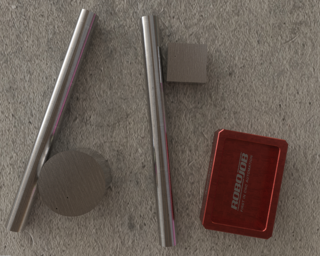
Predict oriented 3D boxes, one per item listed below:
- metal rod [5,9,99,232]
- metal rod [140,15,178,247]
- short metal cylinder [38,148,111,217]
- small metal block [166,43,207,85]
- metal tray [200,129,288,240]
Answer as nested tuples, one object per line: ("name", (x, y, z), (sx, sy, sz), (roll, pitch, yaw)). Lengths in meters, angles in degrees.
("metal rod", (-0.142, -0.010, 0.408), (0.025, 0.025, 0.298), (19, 90, -1))
("metal rod", (-0.001, 0.004, 0.409), (0.025, 0.025, 0.298), (-5, 90, -1))
("short metal cylinder", (-0.106, 0.066, 0.396), (0.081, 0.050, 0.079), (0, 90, -1))
("small metal block", (0.035, -0.084, 0.410), (0.050, 0.025, 0.050), (2, 90, -1))
("metal tray", (0.109, 0.072, 0.408), (0.091, 0.030, 0.129), (10, 90, -1))
